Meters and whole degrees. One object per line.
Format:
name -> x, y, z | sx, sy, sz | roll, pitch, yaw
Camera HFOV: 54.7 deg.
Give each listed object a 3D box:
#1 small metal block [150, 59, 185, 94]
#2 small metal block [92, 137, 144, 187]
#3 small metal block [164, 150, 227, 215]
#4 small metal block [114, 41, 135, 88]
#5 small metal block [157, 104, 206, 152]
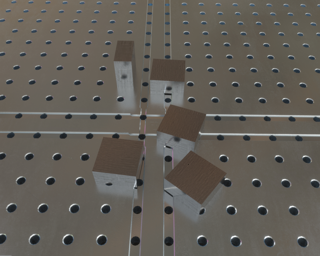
small metal block -> 0.012, -0.080, 0.475 | 0.050, 0.025, 0.050 | 4, 50, 2
small metal block -> -0.048, 0.041, 0.373 | 0.050, 0.025, 0.050 | 6, 50, 5
small metal block -> 0.040, 0.062, 0.357 | 0.050, 0.025, 0.050 | 33, 57, 24
small metal block -> -0.052, -0.097, 0.473 | 0.025, 0.050, 0.050 | 1, 50, 1
small metal block -> 0.028, 0.001, 0.408 | 0.050, 0.025, 0.050 | 17, 52, 13
